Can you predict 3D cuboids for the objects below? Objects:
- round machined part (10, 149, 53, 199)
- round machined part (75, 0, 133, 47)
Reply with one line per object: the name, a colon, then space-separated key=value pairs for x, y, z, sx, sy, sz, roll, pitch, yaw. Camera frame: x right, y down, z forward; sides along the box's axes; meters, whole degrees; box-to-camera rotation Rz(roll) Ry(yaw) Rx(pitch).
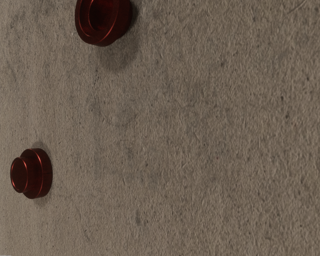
round machined part: x=-0.254 y=0.089 z=0.599 sx=0.098 sy=0.042 sz=0.097 roll=0 pitch=90 yaw=39
round machined part: x=-0.079 y=-0.169 z=0.456 sx=0.098 sy=0.042 sz=0.097 roll=0 pitch=90 yaw=39
